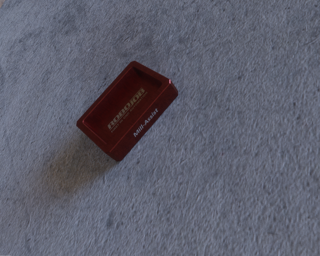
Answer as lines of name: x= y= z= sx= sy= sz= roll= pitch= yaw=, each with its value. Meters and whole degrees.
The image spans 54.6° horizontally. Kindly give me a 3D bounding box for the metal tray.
metal tray: x=-0.048 y=-0.028 z=0.443 sx=0.130 sy=0.030 sz=0.090 roll=-49 pitch=51 yaw=-7
